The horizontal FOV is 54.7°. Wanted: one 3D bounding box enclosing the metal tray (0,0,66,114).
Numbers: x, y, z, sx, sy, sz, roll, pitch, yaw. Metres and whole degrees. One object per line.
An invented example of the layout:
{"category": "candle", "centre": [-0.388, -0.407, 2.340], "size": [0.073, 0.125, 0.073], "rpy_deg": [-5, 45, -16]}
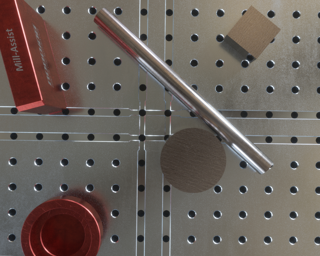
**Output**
{"category": "metal tray", "centre": [-0.157, -0.084, 0.378], "size": [0.030, 0.090, 0.129], "rpy_deg": [-15, 90, -1]}

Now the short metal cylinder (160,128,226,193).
{"category": "short metal cylinder", "centre": [0.040, 0.039, 0.402], "size": [0.081, 0.050, 0.079], "rpy_deg": [0, 90, -1]}

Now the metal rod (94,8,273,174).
{"category": "metal rod", "centre": [0.031, -0.049, 0.413], "size": [0.300, 0.025, 0.025], "rpy_deg": [43, 90, -1]}

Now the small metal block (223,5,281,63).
{"category": "small metal block", "centre": [0.122, -0.125, 0.415], "size": [0.050, 0.025, 0.050], "rpy_deg": [39, 90, -1]}

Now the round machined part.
{"category": "round machined part", "centre": [-0.123, 0.136, 0.403], "size": [0.099, 0.042, 0.097], "rpy_deg": [0, 90, -1]}
